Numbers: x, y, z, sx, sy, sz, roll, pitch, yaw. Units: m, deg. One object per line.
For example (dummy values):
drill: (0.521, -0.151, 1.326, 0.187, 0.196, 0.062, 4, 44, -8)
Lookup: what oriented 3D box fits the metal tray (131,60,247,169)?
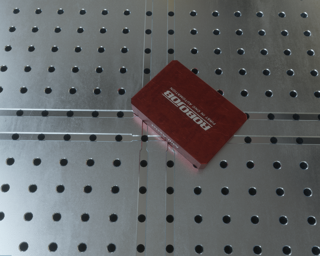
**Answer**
metal tray: (0.037, -0.020, 0.417, 0.130, 0.030, 0.090, 41, 75, 13)
